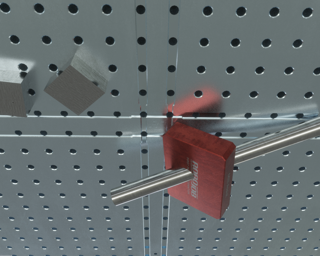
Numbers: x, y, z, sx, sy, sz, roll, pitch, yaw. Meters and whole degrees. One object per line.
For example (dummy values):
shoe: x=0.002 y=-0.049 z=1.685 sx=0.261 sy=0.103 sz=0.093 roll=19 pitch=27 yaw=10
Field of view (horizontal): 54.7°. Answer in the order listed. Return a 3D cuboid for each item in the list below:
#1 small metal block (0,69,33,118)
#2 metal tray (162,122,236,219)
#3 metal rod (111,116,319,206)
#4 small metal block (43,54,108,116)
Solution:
small metal block: x=-0.186 y=-0.042 z=0.374 sx=0.050 sy=0.025 sz=0.050 roll=6 pitch=130 yaw=-5
metal tray: x=0.053 y=0.061 z=0.430 sx=0.090 sy=0.030 sz=0.129 roll=21 pitch=137 yaw=28
metal rod: x=0.077 y=0.046 z=0.423 sx=0.301 sy=0.025 sz=0.025 roll=-20 pitch=128 yaw=5
small metal block: x=-0.099 y=-0.050 z=0.368 sx=0.050 sy=0.025 sz=0.050 roll=-35 pitch=122 yaw=26
